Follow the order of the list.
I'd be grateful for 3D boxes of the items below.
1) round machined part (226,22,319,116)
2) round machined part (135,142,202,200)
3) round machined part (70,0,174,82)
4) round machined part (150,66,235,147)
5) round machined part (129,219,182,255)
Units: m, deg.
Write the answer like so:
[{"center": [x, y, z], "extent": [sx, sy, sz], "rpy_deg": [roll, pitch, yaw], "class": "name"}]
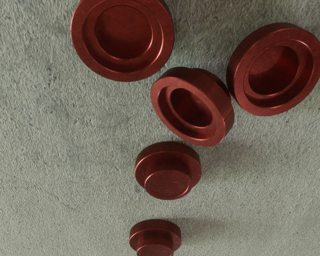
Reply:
[{"center": [0.117, -0.064, 0.333], "extent": [0.099, 0.042, 0.097], "rpy_deg": [-7, 125, -9], "class": "round machined part"}, {"center": [0.012, 0.069, 0.455], "extent": [0.099, 0.042, 0.097], "rpy_deg": [0, 130, 0], "class": "round machined part"}, {"center": [-0.036, -0.099, 0.311], "extent": [0.099, 0.042, 0.097], "rpy_deg": [0, 130, 0], "class": "round machined part"}, {"center": [0.041, -0.028, 0.351], "extent": [0.098, 0.042, 0.097], "rpy_deg": [30, 148, 21], "class": "round machined part"}, {"center": [-0.009, 0.216, 0.580], "extent": [0.099, 0.042, 0.097], "rpy_deg": [0, 130, 0], "class": "round machined part"}]
